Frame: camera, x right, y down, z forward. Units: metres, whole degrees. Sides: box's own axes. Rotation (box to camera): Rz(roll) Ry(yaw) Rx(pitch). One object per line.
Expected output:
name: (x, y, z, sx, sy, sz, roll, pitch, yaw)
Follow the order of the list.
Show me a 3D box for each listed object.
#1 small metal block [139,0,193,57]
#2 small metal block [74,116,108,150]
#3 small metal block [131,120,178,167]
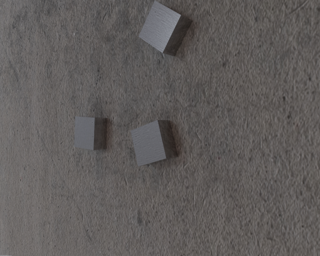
small metal block: (0.006, -0.128, 0.400, 0.050, 0.025, 0.050, 42, 115, 32)
small metal block: (-0.111, 0.007, 0.497, 0.050, 0.025, 0.050, 5, 93, 40)
small metal block: (-0.008, 0.021, 0.412, 0.050, 0.025, 0.050, -21, 77, 38)
